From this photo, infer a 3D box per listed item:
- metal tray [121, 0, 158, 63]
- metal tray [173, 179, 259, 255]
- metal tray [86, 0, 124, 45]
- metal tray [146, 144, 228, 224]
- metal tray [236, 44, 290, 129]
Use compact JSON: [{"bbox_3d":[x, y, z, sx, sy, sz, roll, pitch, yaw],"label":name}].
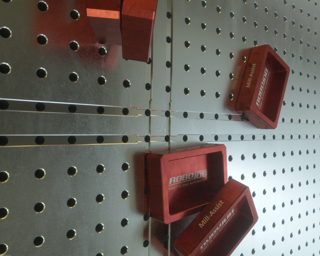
[{"bbox_3d":[-0.016,-0.150,0.339,0.030,0.090,0.130,9,72,-3],"label":"metal tray"},{"bbox_3d":[0.086,0.148,0.448,0.130,0.030,0.090,-43,130,-20],"label":"metal tray"},{"bbox_3d":[-0.050,-0.163,0.323,0.030,0.090,0.129,4,87,-4],"label":"metal tray"},{"bbox_3d":[0.043,0.073,0.441,0.131,0.030,0.090,-5,94,-40],"label":"metal tray"},{"bbox_3d":[0.189,-0.073,0.562,0.090,0.030,0.130,30,72,-36],"label":"metal tray"}]
